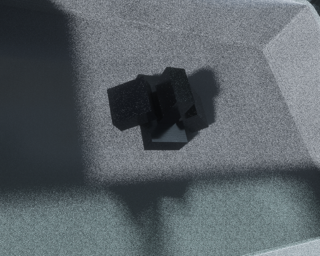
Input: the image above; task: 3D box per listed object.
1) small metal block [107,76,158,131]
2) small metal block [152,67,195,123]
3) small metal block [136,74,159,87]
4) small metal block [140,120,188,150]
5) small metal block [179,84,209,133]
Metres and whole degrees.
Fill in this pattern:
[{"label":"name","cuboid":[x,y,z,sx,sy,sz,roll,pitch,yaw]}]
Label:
[{"label":"small metal block","cuboid":[-0.035,-0.030,0.385,0.050,0.025,0.050,-18,65,11]},{"label":"small metal block","cuboid":[0.014,-0.040,0.386,0.025,0.050,0.050,1,61,-29]},{"label":"small metal block","cuboid":[-0.007,-0.044,0.425,0.050,0.025,0.050,3,61,-28]},{"label":"small metal block","cuboid":[0.003,0.001,0.404,0.050,0.025,0.050,2,61,-27]},{"label":"small metal block","cuboid":[0.042,-0.027,0.427,0.050,0.025,0.050,37,37,-58]}]
